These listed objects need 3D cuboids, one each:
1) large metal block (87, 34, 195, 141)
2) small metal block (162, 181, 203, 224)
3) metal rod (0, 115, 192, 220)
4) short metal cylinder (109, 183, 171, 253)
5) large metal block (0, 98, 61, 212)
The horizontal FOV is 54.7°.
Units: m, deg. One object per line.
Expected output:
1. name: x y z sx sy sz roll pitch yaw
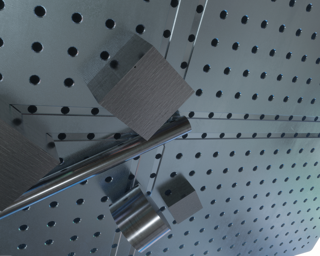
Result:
1. large metal block: -0.021 -0.045 0.355 0.080 0.050 0.080 -46 129 4
2. small metal block: 0.037 0.122 0.507 0.050 0.025 0.050 -31 129 -9
3. metal rod: -0.097 0.054 0.391 0.302 0.025 0.025 -24 127 -14
4. short metal cylinder: -0.028 0.126 0.438 0.050 0.080 0.080 -36 129 -4
5. large metal block: -0.166 0.027 0.321 0.080 0.050 0.080 -40 130 -1
